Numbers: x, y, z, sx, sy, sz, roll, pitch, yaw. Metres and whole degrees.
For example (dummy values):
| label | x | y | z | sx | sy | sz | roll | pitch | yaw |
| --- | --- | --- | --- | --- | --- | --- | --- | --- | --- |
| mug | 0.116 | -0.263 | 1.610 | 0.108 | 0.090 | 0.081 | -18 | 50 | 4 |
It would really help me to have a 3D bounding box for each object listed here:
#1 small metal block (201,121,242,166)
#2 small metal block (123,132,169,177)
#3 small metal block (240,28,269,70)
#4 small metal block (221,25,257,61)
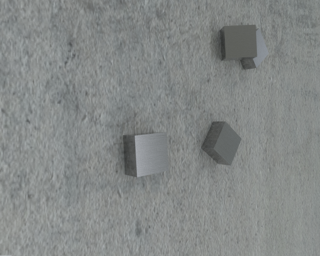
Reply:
| label | x | y | z | sx | sy | sz | roll | pitch | yaw |
| --- | --- | --- | --- | --- | --- | --- | --- | --- | --- |
| small metal block | 0.098 | 0.024 | 0.490 | 0.050 | 0.025 | 0.050 | 42 | 65 | -32 |
| small metal block | -0.017 | 0.032 | 0.392 | 0.050 | 0.025 | 0.050 | -5 | 94 | -40 |
| small metal block | 0.160 | -0.138 | 0.542 | 0.050 | 0.025 | 0.050 | -46 | 118 | -30 |
| small metal block | 0.126 | -0.136 | 0.496 | 0.050 | 0.025 | 0.050 | -4 | 93 | -4 |
